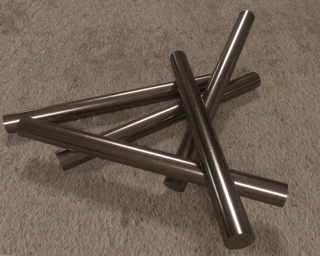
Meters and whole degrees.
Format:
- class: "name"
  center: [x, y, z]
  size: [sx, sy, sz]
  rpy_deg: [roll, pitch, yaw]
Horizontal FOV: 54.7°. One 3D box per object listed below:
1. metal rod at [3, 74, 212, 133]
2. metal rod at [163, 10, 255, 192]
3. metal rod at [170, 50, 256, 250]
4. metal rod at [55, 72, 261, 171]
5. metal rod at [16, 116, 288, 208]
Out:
- class: "metal rod"
  center: [-0.056, -0.038, 0.434]
  size: [0.302, 0.025, 0.025]
  rpy_deg: [-13, 51, -11]
- class: "metal rod"
  center: [0.076, -0.053, 0.416]
  size: [0.025, 0.025, 0.300]
  rpy_deg: [19, 62, 15]
- class: "metal rod"
  center: [0.045, -0.008, 0.354]
  size: [0.025, 0.025, 0.300]
  rpy_deg: [-5, 41, -5]
- class: "metal rod"
  center: [0.012, -0.016, 0.417]
  size: [0.302, 0.025, 0.025]
  rpy_deg: [-23, 54, -19]
- class: "metal rod"
  center: [-0.019, 0.033, 0.340]
  size: [0.301, 0.025, 0.025]
  rpy_deg: [14, 51, 11]
